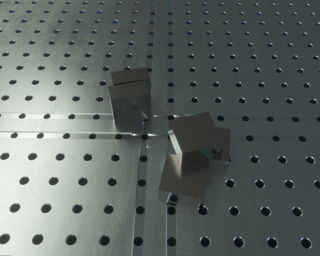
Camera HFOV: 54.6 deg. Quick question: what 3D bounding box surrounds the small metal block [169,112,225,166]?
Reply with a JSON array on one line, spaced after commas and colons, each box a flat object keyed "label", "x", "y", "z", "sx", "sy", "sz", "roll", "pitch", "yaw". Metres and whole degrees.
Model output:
[{"label": "small metal block", "x": 0.042, "y": 0.012, "z": 0.366, "sx": 0.050, "sy": 0.025, "sz": 0.050, "roll": -13, "pitch": 51, "yaw": -10}]

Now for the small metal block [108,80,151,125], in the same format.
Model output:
[{"label": "small metal block", "x": -0.041, "y": -0.034, "z": 0.420, "sx": 0.050, "sy": 0.050, "sz": 0.025, "roll": -12, "pitch": 51, "yaw": -10}]

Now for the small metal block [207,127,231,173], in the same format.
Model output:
[{"label": "small metal block", "x": 0.060, "y": 0.025, "z": 0.387, "sx": 0.050, "sy": 0.025, "sz": 0.050, "roll": 8, "pitch": 50, "yaw": 7}]

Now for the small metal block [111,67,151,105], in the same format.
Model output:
[{"label": "small metal block", "x": -0.040, "y": -0.055, "z": 0.438, "sx": 0.050, "sy": 0.050, "sz": 0.025, "roll": -10, "pitch": 51, "yaw": -8}]

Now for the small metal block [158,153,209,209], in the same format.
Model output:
[{"label": "small metal block", "x": 0.028, "y": 0.060, "z": 0.357, "sx": 0.050, "sy": 0.025, "sz": 0.050, "roll": 9, "pitch": 51, "yaw": 7}]
